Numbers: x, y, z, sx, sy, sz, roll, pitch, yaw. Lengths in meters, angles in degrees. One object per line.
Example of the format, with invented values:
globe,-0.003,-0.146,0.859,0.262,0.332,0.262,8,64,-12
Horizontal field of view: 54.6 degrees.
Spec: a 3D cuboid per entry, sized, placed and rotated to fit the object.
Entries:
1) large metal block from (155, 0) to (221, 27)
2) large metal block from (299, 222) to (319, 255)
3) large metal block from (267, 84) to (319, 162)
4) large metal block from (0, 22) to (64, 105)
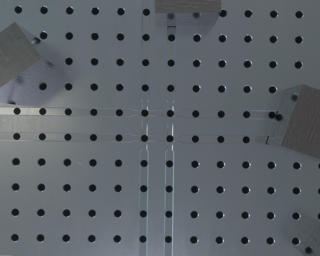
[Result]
large metal block,0.034,-0.180,0.401,0.080,0.050,0.080,-1,90,0
large metal block,0.239,0.173,0.387,0.080,0.080,0.050,35,90,0
large metal block,0.198,-0.003,0.402,0.080,0.050,0.080,19,90,0
large metal block,-0.179,-0.075,0.385,0.080,0.080,0.050,-36,90,0
